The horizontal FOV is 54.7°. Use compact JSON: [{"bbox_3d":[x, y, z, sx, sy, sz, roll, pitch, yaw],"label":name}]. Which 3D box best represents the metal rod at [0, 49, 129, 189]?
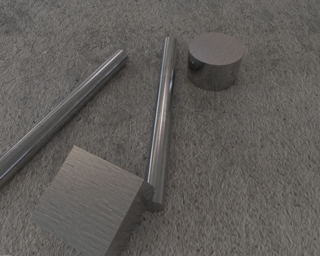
[{"bbox_3d":[-0.135,-0.016,0.415,0.025,0.025,0.301,23,54,18],"label":"metal rod"}]

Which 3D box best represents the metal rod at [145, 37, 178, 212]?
[{"bbox_3d":[0.005,-0.030,0.427,0.025,0.025,0.300,4,50,3],"label":"metal rod"}]

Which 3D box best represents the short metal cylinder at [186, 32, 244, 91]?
[{"bbox_3d":[0.082,-0.102,0.473,0.081,0.050,0.080,0,50,0],"label":"short metal cylinder"}]

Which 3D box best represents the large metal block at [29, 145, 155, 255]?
[{"bbox_3d":[-0.063,0.074,0.307,0.080,0.050,0.080,23,76,18],"label":"large metal block"}]
